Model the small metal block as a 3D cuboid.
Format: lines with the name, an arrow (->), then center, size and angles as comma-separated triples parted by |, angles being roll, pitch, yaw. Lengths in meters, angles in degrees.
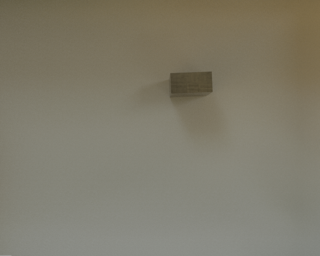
small metal block -> 0.038, -0.055, 0.399 | 0.050, 0.050, 0.025 | -2, 90, -1
